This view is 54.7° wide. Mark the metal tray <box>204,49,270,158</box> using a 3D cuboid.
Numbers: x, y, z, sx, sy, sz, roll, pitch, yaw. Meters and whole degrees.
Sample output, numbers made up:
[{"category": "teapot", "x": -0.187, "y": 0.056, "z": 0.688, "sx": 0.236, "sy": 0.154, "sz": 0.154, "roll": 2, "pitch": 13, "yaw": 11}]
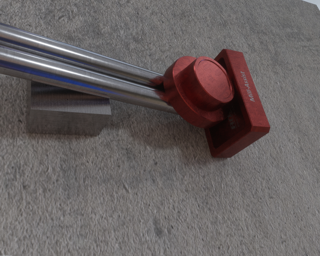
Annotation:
[{"category": "metal tray", "x": 0.094, "y": -0.033, "z": 0.436, "sx": 0.030, "sy": 0.090, "sz": 0.130, "roll": 4, "pitch": 60, "yaw": -27}]

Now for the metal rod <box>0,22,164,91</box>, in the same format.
[{"category": "metal rod", "x": -0.040, "y": -0.065, "z": 0.366, "sx": 0.302, "sy": 0.025, "sz": 0.025, "roll": 10, "pitch": 57, "yaw": -38}]

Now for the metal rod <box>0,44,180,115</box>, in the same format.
[{"category": "metal rod", "x": -0.036, "y": -0.041, "z": 0.354, "sx": 0.302, "sy": 0.025, "sz": 0.025, "roll": 11, "pitch": 56, "yaw": -38}]

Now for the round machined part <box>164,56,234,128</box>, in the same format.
[{"category": "round machined part", "x": 0.056, "y": -0.052, "z": 0.396, "sx": 0.099, "sy": 0.042, "sz": 0.098, "roll": 21, "pitch": 52, "yaw": -29}]

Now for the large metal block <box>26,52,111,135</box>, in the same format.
[{"category": "large metal block", "x": -0.106, "y": -0.040, "z": 0.352, "sx": 0.081, "sy": 0.050, "sz": 0.080, "roll": 3, "pitch": 60, "yaw": -27}]
